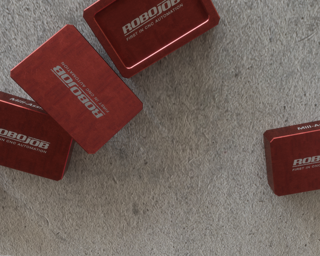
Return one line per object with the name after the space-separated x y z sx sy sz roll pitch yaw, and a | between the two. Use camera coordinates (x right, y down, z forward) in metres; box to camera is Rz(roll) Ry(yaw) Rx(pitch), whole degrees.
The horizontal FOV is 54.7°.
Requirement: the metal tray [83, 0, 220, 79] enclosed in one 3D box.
-0.009 -0.129 0.359 0.130 0.030 0.090 -30 108 10 | metal tray

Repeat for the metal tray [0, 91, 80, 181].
-0.181 0.009 0.409 0.131 0.030 0.089 17 109 -7 | metal tray

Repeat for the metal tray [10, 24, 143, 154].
-0.096 -0.044 0.373 0.090 0.030 0.130 -44 106 -9 | metal tray

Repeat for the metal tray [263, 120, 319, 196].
0.214 0.038 0.423 0.131 0.030 0.089 -11 110 4 | metal tray
